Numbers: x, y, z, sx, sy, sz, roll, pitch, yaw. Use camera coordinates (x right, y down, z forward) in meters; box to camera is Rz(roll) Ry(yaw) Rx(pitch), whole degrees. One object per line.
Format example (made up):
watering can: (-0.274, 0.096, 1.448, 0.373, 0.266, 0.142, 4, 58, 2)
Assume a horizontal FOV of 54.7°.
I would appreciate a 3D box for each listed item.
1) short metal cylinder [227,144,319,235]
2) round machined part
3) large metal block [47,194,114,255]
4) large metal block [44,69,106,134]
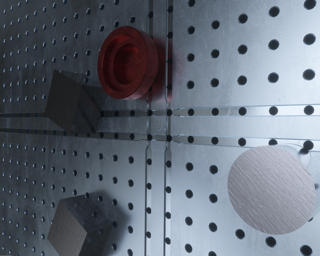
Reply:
short metal cylinder: (0.114, 0.056, 0.299, 0.080, 0.050, 0.080, 0, 90, 40)
round machined part: (-0.039, -0.088, 0.431, 0.098, 0.042, 0.097, 0, 90, 40)
large metal block: (-0.131, 0.167, 0.501, 0.080, 0.050, 0.079, 35, 112, 34)
large metal block: (-0.139, -0.043, 0.508, 0.080, 0.050, 0.079, 29, 108, 36)
